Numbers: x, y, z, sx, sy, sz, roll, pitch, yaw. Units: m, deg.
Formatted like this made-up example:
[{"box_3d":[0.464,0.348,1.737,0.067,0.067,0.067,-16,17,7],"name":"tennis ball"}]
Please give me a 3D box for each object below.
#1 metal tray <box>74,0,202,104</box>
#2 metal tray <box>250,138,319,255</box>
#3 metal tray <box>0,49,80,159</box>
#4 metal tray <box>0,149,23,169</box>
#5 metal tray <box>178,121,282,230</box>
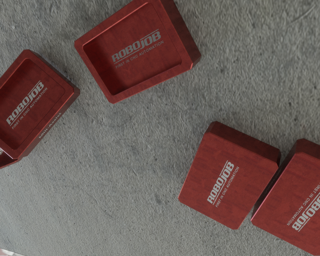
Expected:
[{"box_3d":[-0.029,-0.090,0.362,0.130,0.030,0.090,-19,108,35],"name":"metal tray"},{"box_3d":[0.175,0.085,0.364,0.090,0.030,0.129,25,128,12],"name":"metal tray"},{"box_3d":[-0.190,-0.033,0.437,0.090,0.030,0.130,41,93,0],"name":"metal tray"},{"box_3d":[-0.263,0.033,0.520,0.129,0.091,0.030,-39,82,39],"name":"metal tray"},{"box_3d":[0.084,0.064,0.399,0.090,0.030,0.129,26,128,12],"name":"metal tray"}]
